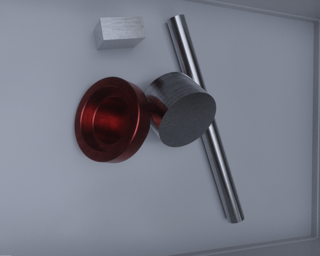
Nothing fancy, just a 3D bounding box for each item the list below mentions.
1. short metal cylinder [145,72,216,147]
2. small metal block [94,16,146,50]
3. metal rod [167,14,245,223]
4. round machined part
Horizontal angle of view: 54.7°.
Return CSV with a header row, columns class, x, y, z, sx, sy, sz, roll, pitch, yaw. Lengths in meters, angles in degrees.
class,x,y,z,sx,sy,sz,roll,pitch,yaw
short metal cylinder,0.022,-0.023,0.386,0.081,0.050,0.079,-20,135,-21
small metal block,-0.051,-0.115,0.379,0.050,0.050,0.025,-10,94,-20
metal rod,0.066,-0.008,0.436,0.025,0.025,0.298,-20,97,-19
round machined part,-0.051,-0.007,0.364,0.042,0.098,0.097,16,83,-55
